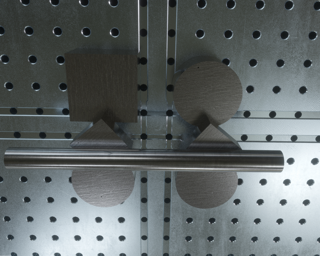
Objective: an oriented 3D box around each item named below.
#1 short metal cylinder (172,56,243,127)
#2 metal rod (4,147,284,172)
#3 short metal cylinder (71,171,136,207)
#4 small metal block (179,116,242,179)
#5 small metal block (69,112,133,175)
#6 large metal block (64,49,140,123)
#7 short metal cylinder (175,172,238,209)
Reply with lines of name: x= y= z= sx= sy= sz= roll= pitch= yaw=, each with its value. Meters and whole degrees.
short metal cylinder: x=0.056 y=-0.046 z=0.383 sx=0.081 sy=0.050 sz=0.079 roll=0 pitch=110 yaw=0
metal rod: x=-0.016 y=0.036 z=0.346 sx=0.302 sy=0.025 sz=0.025 roll=1 pitch=110 yaw=-1
short metal cylinder: x=-0.073 y=0.059 z=0.420 sx=0.081 sy=0.050 sz=0.079 roll=0 pitch=110 yaw=0
small metal block: x=0.059 y=0.023 z=0.369 sx=0.050 sy=0.025 sz=0.050 roll=39 pitch=105 yaw=-13
small metal block: x=-0.068 y=0.018 z=0.366 sx=0.050 sy=0.025 sz=0.050 roll=-38 pitch=106 yaw=13
large metal block: x=-0.066 y=-0.053 z=0.379 sx=0.081 sy=0.050 sz=0.079 roll=1 pitch=110 yaw=-1
short metal cylinder: x=0.061 y=0.062 z=0.423 sx=0.081 sy=0.050 sz=0.079 roll=0 pitch=110 yaw=0
